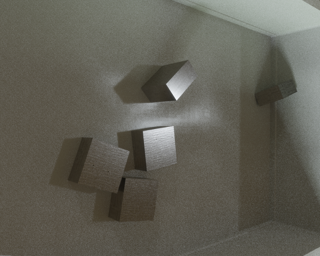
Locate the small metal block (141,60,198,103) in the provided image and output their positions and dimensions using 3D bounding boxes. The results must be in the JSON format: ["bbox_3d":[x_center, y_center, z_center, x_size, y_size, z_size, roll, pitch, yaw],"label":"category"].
[{"bbox_3d":[0.012,-0.059,0.400,0.050,0.050,0.025,-50,120,-28],"label":"small metal block"}]

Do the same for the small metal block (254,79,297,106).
[{"bbox_3d":[0.211,-0.064,0.563,0.050,0.050,0.025,-23,91,-37],"label":"small metal block"}]

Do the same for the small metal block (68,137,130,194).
[{"bbox_3d":[-0.068,0.042,0.350,0.050,0.025,0.050,25,74,-37],"label":"small metal block"}]

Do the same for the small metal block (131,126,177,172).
[{"bbox_3d":[-0.007,0.025,0.400,0.050,0.025,0.050,-9,96,-40],"label":"small metal block"}]

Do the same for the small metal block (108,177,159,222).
[{"bbox_3d":[-0.032,0.086,0.380,0.050,0.025,0.050,12,82,-39],"label":"small metal block"}]
